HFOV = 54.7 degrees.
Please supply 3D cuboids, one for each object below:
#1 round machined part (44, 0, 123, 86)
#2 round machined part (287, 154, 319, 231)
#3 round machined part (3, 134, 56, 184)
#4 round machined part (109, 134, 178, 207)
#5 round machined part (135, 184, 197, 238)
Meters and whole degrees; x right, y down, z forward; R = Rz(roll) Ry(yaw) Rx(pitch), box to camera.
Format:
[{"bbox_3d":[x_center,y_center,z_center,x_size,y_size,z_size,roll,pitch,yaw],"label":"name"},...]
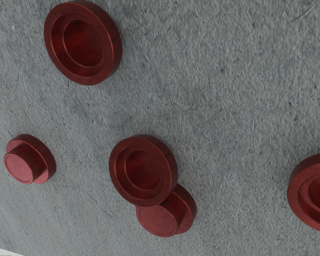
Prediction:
[{"bbox_3d":[-0.088,-0.105,0.378,0.098,0.042,0.097,13,124,21],"label":"round machined part"},{"bbox_3d":[0.192,0.066,0.335,0.098,0.042,0.097,13,124,21],"label":"round machined part"},{"bbox_3d":[-0.242,0.063,0.563,0.098,0.042,0.097,13,124,21],"label":"round machined part"},{"bbox_3d":[-0.019,0.056,0.429,0.098,0.042,0.097,7,105,27],"label":"round machined part"},{"bbox_3d":[0.003,0.127,0.473,0.098,0.042,0.097,13,124,21],"label":"round machined part"}]
